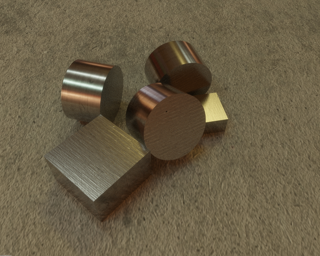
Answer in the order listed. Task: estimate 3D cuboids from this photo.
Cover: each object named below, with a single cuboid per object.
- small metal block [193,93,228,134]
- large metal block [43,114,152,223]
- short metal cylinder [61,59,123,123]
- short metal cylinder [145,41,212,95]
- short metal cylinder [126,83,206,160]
[{"bbox_3d":[0.058,-0.019,0.419,0.050,0.025,0.050,-8,51,-7],"label":"small metal block"},{"bbox_3d":[-0.067,0.043,0.350,0.080,0.050,0.080,34,58,25],"label":"large metal block"},{"bbox_3d":[-0.086,-0.046,0.406,0.050,0.080,0.080,12,51,9],"label":"short metal cylinder"},{"bbox_3d":[0.024,-0.072,0.428,0.081,0.080,0.050,-14,52,-12],"label":"short metal cylinder"},{"bbox_3d":[0.006,-0.009,0.366,0.081,0.080,0.050,-25,31,-19],"label":"short metal cylinder"}]
